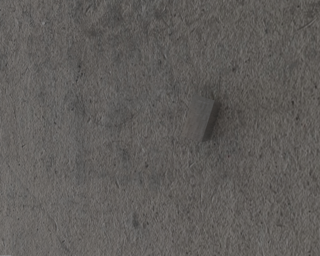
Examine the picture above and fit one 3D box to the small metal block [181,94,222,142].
[{"bbox_3d":[0.052,-0.011,0.378,0.025,0.050,0.050,19,96,19],"label":"small metal block"}]
